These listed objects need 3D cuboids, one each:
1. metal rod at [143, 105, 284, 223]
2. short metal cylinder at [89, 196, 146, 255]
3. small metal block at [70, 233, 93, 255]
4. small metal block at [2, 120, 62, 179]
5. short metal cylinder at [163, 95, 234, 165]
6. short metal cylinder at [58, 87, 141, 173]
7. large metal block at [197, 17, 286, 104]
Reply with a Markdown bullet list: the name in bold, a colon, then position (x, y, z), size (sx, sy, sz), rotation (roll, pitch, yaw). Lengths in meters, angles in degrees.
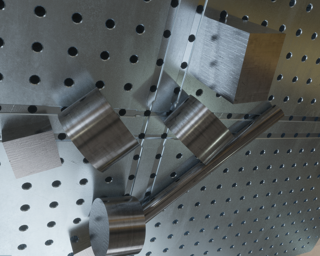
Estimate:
- **metal rod**: position (0.071, 0.063, 0.488), size (0.301, 0.025, 0.025), rotation (-37, 129, -4)
- **short metal cylinder**: position (-0.061, 0.136, 0.426), size (0.050, 0.080, 0.079), rotation (4, 117, -30)
- **small metal block**: position (-0.101, 0.185, 0.470), size (0.050, 0.025, 0.050), rotation (-23, 127, -15)
- **small metal block**: position (-0.143, 0.024, 0.348), size (0.050, 0.025, 0.050), rotation (-16, 125, -20)
- **short metal cylinder**: position (0.050, 0.002, 0.404), size (0.050, 0.080, 0.080), rotation (-45, 129, 3)
- **short metal cylinder**: position (-0.065, 0.002, 0.341), size (0.050, 0.080, 0.080), rotation (-37, 129, -4)
- **large metal block**: position (0.093, -0.084, 0.374), size (0.050, 0.080, 0.079), rotation (-8, 122, -24)
